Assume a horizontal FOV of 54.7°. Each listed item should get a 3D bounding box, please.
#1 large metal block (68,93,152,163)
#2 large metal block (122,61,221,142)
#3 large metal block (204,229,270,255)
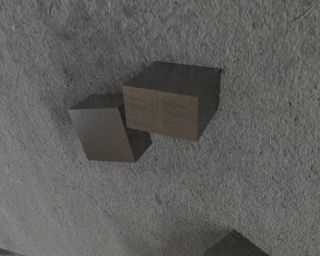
[{"bbox_3d":[-0.066,-0.001,0.425,0.080,0.050,0.080,0,118,28],"label":"large metal block"},{"bbox_3d":[0.016,-0.033,0.342,0.080,0.080,0.050,12,123,22],"label":"large metal block"},{"bbox_3d":[0.114,0.211,0.461,0.080,0.050,0.080,37,129,3],"label":"large metal block"}]
